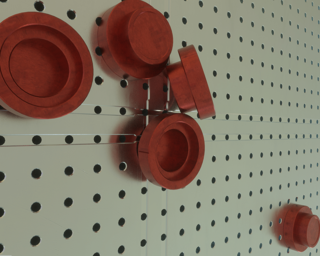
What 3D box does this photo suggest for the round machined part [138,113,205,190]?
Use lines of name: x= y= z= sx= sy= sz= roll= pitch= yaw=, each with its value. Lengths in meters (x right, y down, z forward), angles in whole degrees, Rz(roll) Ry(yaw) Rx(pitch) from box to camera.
round machined part: x=0.010 y=0.029 z=0.407 sx=0.099 sy=0.042 sz=0.097 roll=-3 pitch=95 yaw=-40

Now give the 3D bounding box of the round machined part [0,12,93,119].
round machined part: x=-0.119 y=-0.057 z=0.299 sx=0.099 sy=0.042 sz=0.097 roll=0 pitch=90 yaw=-40

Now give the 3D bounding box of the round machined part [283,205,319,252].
round machined part: x=0.308 y=0.216 z=0.662 sx=0.099 sy=0.042 sz=0.097 roll=0 pitch=90 yaw=-40

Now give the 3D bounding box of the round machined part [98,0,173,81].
round machined part: x=-0.022 y=-0.109 z=0.381 sx=0.099 sy=0.042 sz=0.097 roll=0 pitch=90 yaw=-40

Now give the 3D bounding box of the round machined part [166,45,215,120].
round machined part: x=0.038 y=-0.056 z=0.410 sx=0.098 sy=0.042 sz=0.097 roll=-19 pitch=91 yaw=-83
